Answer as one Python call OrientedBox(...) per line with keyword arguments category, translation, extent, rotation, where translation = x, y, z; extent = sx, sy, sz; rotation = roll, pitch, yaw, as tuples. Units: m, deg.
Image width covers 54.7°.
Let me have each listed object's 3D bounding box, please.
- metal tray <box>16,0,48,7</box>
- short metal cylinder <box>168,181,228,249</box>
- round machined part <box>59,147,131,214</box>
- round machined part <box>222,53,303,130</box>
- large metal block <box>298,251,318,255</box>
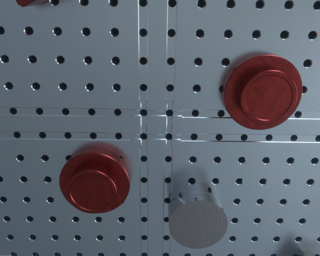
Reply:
OrientedBox(category="metal tray", translation=(-0.136, -0.204, 0.317), extent=(0.090, 0.030, 0.129), rotation=(-12, 112, 27))
OrientedBox(category="short metal cylinder", translation=(0.052, 0.124, 0.446), extent=(0.081, 0.050, 0.079), rotation=(0, 110, 0))
OrientedBox(category="round machined part", translation=(-0.092, 0.079, 0.433), extent=(0.099, 0.042, 0.097), rotation=(0, 110, 0))
OrientedBox(category="round machined part", translation=(0.131, -0.043, 0.390), extent=(0.099, 0.042, 0.097), rotation=(0, 110, 0))
OrientedBox(category="large metal block", translation=(0.253, 0.256, 0.497), extent=(0.080, 0.050, 0.079), rotation=(21, 109, -8))
